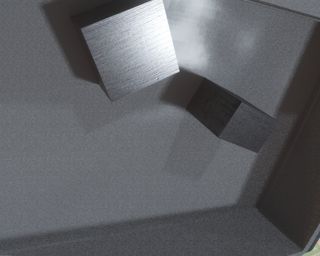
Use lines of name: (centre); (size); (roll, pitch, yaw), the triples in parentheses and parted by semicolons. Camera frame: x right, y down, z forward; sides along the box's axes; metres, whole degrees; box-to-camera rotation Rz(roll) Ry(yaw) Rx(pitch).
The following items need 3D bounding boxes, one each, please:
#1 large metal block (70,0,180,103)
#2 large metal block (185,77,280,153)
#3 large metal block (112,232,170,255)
large metal block: (-0.034, -0.086, 0.321); (0.080, 0.050, 0.080); (-27, 128, -12)
large metal block: (0.095, -0.017, 0.414); (0.080, 0.080, 0.050); (20, 108, -36)
large metal block: (-0.032, 0.235, 0.522); (0.081, 0.050, 0.079); (-11, 123, -22)
